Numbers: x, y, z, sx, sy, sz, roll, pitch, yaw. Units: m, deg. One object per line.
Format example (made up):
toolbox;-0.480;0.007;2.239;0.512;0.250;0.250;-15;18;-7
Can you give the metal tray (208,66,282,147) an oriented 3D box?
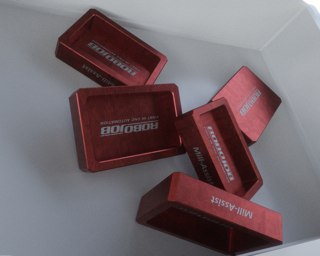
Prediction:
metal tray;0.135;-0.036;0.500;0.090;0.030;0.131;44;51;2

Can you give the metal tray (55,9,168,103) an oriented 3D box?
metal tray;-0.063;-0.099;0.429;0.130;0.030;0.090;32;51;-8

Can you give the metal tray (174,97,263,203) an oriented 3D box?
metal tray;0.078;0.032;0.393;0.091;0.030;0.129;-24;90;-50

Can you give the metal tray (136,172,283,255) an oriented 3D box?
metal tray;0.051;0.098;0.333;0.131;0.090;0.030;24;53;-14

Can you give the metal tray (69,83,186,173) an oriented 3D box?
metal tray;-0.033;-0.003;0.366;0.131;0.030;0.089;-8;89;-32
